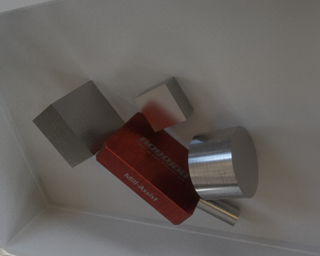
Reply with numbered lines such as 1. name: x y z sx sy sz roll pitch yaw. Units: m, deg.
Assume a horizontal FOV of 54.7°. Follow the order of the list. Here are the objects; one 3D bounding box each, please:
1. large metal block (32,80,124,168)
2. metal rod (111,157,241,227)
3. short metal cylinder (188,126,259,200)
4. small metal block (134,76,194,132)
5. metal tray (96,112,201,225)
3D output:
1. large metal block: -0.107 -0.007 0.421 0.050 0.080 0.080 -29 102 37
2. metal rod: -0.027 0.061 0.457 0.301 0.025 0.025 25 127 12
3. short metal cylinder: 0.075 0.041 0.356 0.050 0.080 0.080 -12 113 34
4. small metal block: 0.005 -0.029 0.384 0.050 0.025 0.050 -22 107 35
5. metal tray: -0.004 0.047 0.394 0.130 0.090 0.030 40 128 1
